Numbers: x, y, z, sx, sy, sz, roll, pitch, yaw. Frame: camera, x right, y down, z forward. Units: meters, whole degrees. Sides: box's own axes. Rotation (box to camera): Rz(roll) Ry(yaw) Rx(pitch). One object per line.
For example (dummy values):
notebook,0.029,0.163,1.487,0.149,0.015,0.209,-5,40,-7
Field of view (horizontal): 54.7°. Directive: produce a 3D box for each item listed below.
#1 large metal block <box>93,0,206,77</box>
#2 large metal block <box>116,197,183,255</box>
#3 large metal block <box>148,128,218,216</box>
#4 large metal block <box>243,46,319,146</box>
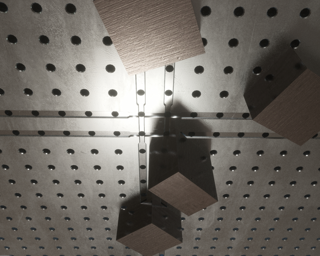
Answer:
large metal block,-0.007,-0.107,0.304,0.080,0.050,0.080,-15,129,12
large metal block,-0.018,0.178,0.546,0.080,0.050,0.080,-33,123,24
large metal block,0.031,0.061,0.428,0.050,0.080,0.080,-35,122,26
large metal block,0.162,-0.035,0.368,0.080,0.050,0.080,25,126,-21
